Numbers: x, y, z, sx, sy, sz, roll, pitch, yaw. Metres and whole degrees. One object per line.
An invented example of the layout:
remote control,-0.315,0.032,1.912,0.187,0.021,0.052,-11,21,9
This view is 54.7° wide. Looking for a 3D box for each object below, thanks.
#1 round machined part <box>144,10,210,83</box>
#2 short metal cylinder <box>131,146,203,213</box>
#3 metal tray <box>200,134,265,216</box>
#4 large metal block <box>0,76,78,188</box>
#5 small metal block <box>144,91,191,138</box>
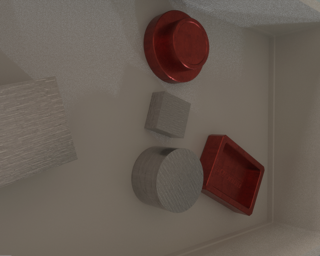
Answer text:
round machined part,0.029,-0.111,0.422,0.099,0.042,0.097,0,90,-40
short metal cylinder,0.010,0.065,0.401,0.081,0.050,0.079,0,90,-40
metal tray,0.115,0.078,0.502,0.130,0.030,0.090,35,68,-35
large metal block,-0.132,0.002,0.281,0.081,0.050,0.079,-20,103,-38
small metal block,0.011,-0.017,0.418,0.050,0.025,0.050,21,77,-38
